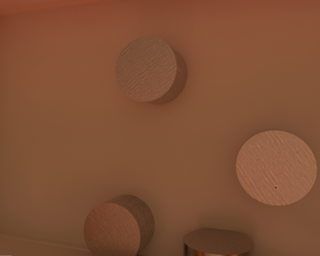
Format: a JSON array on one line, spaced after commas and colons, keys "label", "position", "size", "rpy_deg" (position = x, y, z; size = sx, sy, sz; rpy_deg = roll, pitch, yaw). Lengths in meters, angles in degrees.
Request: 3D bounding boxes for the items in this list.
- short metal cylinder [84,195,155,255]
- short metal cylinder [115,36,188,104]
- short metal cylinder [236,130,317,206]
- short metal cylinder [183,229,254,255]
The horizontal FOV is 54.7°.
[{"label": "short metal cylinder", "position": [-0.053, 0.134, 0.415], "size": [0.080, 0.050, 0.079], "rpy_deg": [0, 90, 19]}, {"label": "short metal cylinder", "position": [-0.010, -0.072, 0.400], "size": [0.080, 0.050, 0.079], "rpy_deg": [0, 90, 19]}, {"label": "short metal cylinder", "position": [0.130, 0.042, 0.351], "size": [0.080, 0.050, 0.079], "rpy_deg": [0, 90, 19]}, {"label": "short metal cylinder", "position": [0.067, 0.155, 0.357], "size": [0.080, 0.080, 0.050], "rpy_deg": [1, 90, 19]}]
